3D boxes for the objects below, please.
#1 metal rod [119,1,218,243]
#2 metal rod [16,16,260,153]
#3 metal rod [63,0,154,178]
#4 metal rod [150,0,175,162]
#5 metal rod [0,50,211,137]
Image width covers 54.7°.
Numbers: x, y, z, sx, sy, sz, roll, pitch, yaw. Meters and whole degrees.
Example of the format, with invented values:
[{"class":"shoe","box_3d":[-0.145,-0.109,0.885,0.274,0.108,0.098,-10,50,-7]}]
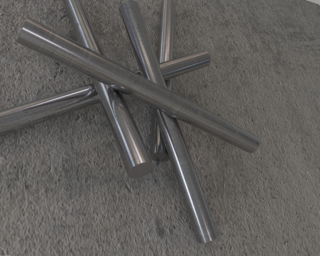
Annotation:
[{"class":"metal rod","box_3d":[0.008,-0.013,0.374,0.025,0.025,0.299,-14,82,-34]},{"class":"metal rod","box_3d":[0.001,-0.033,0.342,0.302,0.025,0.025,24,52,-28]},{"class":"metal rod","box_3d":[-0.072,-0.072,0.364,0.025,0.025,0.299,-3,49,-30]},{"class":"metal rod","box_3d":[0.007,-0.090,0.462,0.025,0.025,0.300,16,55,-19]},{"class":"metal rod","box_3d":[-0.054,-0.051,0.384,0.302,0.025,0.025,-23,74,-30]}]
